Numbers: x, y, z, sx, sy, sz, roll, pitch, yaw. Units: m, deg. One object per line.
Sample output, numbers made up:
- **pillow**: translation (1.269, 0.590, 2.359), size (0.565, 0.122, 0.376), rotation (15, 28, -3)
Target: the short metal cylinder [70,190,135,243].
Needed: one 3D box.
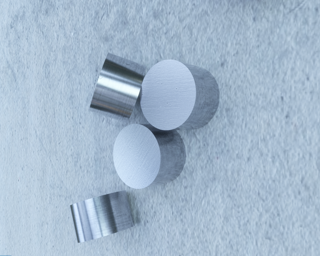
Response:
- **short metal cylinder**: translation (-0.080, 0.123, 0.433), size (0.080, 0.081, 0.050), rotation (-26, 74, 37)

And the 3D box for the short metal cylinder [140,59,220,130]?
- **short metal cylinder**: translation (0.023, -0.037, 0.368), size (0.080, 0.050, 0.079), rotation (0, 90, 39)

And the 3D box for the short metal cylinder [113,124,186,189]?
- **short metal cylinder**: translation (-0.014, 0.034, 0.398), size (0.080, 0.050, 0.079), rotation (0, 90, 39)

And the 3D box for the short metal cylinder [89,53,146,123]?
- **short metal cylinder**: translation (-0.056, -0.052, 0.406), size (0.080, 0.050, 0.080), rotation (-161, 89, -79)
